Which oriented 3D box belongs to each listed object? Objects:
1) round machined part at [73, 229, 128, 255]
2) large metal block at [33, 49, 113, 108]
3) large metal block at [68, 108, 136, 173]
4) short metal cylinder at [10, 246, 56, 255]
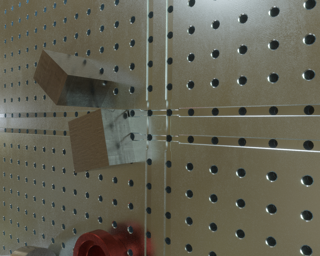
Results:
[{"bbox_3d":[-0.085,0.203,0.469,0.098,0.042,0.097,0,90,40],"label":"round machined part"},{"bbox_3d":[-0.137,-0.076,0.487,0.080,0.081,0.050,42,116,31],"label":"large metal block"},{"bbox_3d":[-0.089,0.020,0.467,0.080,0.050,0.080,-16,80,39],"label":"large metal block"},{"bbox_3d":[-0.236,0.261,0.569,0.050,0.081,0.080,-12,82,39],"label":"short metal cylinder"}]
